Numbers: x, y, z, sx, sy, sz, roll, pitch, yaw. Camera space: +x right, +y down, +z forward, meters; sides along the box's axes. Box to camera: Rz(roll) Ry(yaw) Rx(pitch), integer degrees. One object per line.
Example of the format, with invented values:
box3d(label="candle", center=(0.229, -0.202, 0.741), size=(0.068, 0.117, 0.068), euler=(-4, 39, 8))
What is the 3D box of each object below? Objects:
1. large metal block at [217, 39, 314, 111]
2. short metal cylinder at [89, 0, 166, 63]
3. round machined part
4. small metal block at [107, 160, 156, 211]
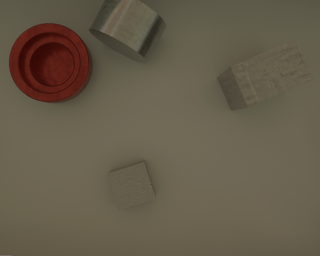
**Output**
box3d(label="large metal block", center=(0.125, -0.062, 0.386), size=(0.080, 0.080, 0.050), euler=(-23, 90, 0))
box3d(label="short metal cylinder", center=(-0.039, -0.122, 0.383), size=(0.080, 0.080, 0.050), euler=(28, 90, -1))
box3d(label="round machined part", center=(-0.136, -0.080, 0.401), size=(0.099, 0.042, 0.097), euler=(0, 90, -1))
box3d(label="small metal block", center=(-0.037, 0.075, 0.411), size=(0.050, 0.025, 0.050), euler=(-18, 90, -1))
